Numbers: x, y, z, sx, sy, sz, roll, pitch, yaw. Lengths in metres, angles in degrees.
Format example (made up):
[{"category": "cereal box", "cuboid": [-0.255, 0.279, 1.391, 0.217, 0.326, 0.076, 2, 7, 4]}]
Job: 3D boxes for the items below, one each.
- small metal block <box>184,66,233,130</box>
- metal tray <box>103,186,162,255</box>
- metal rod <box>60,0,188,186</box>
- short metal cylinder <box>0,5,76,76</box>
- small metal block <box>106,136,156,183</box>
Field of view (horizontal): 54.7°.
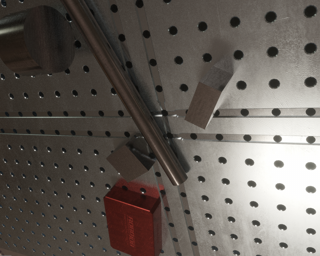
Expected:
[{"category": "small metal block", "cuboid": [0.055, -0.034, 0.344, 0.025, 0.050, 0.050, 27, 128, 11]}, {"category": "metal tray", "cuboid": [-0.045, 0.168, 0.534, 0.090, 0.030, 0.129, 12, 124, 21]}, {"category": "metal rod", "cuboid": [-0.045, -0.050, 0.401, 0.025, 0.025, 0.299, -20, 108, 35]}, {"category": "short metal cylinder", "cuboid": [-0.153, -0.107, 0.388, 0.050, 0.080, 0.080, -1, 118, 28]}, {"category": "small metal block", "cuboid": [-0.044, 0.048, 0.462, 0.050, 0.025, 0.050, -35, 99, 38]}]
